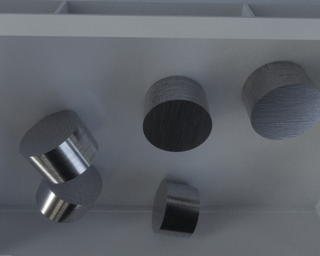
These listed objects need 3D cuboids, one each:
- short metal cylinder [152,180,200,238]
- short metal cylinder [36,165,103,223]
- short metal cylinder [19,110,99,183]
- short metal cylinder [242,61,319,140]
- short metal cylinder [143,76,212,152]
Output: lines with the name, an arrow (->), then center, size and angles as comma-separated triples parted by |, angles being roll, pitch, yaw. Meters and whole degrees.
short metal cylinder -> 0.023, 0.126, 0.480 | 0.050, 0.080, 0.079 | 13, 129, -11
short metal cylinder -> -0.131, 0.088, 0.447 | 0.080, 0.080, 0.050 | 24, 126, -19
short metal cylinder -> -0.126, 0.022, 0.391 | 0.080, 0.080, 0.050 | -16, 128, 13
short metal cylinder -> 0.143, -0.032, 0.367 | 0.081, 0.050, 0.079 | 0, 130, 0
short metal cylinder -> 0.020, -0.016, 0.379 | 0.081, 0.050, 0.079 | 0, 130, 0
